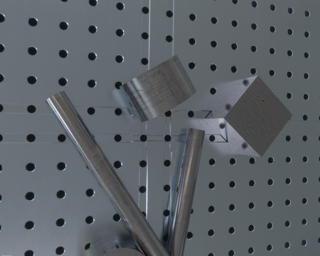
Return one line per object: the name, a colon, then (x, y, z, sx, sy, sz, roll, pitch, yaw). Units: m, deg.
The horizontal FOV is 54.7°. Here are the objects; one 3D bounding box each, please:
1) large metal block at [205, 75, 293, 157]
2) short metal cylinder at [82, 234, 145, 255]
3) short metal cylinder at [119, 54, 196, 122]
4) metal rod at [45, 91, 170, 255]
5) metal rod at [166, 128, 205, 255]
large metal block: (0.128, -0.016, 0.447, 0.080, 0.050, 0.080, 44, 76, -15)
short metal cylinder: (-0.055, 0.178, 0.380, 0.081, 0.050, 0.079, 0, 90, -20)
short metal cylinder: (-0.003, -0.049, 0.383, 0.080, 0.080, 0.050, -33, 101, -17)
metal rod: (-0.047, 0.089, 0.381, 0.025, 0.025, 0.299, -33, 96, -17)
metal rod: (0.024, 0.149, 0.421, 0.025, 0.025, 0.298, 12, 86, -20)
